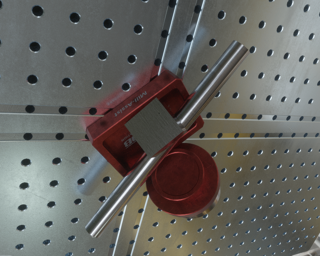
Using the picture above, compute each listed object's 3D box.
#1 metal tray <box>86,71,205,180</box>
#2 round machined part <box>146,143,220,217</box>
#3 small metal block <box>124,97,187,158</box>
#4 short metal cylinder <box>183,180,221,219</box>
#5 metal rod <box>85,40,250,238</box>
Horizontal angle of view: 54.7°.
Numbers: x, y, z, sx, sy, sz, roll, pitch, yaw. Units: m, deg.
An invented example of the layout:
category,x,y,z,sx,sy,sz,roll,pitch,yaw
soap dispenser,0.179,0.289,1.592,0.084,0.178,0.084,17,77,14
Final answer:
category,x,y,z,sx,sy,sz,roll,pitch,yaw
metal tray,-0.015,-0.001,0.400,0.130,0.030,0.090,-37,130,-4
round machined part,0.027,0.065,0.407,0.098,0.098,0.042,-39,152,-2
small metal block,-0.005,0.000,0.366,0.050,0.050,0.025,-40,168,11
short metal cylinder,0.041,0.083,0.450,0.080,0.080,0.050,-37,130,-4
metal rod,0.004,0.020,0.388,0.025,0.025,0.299,32,100,-39
